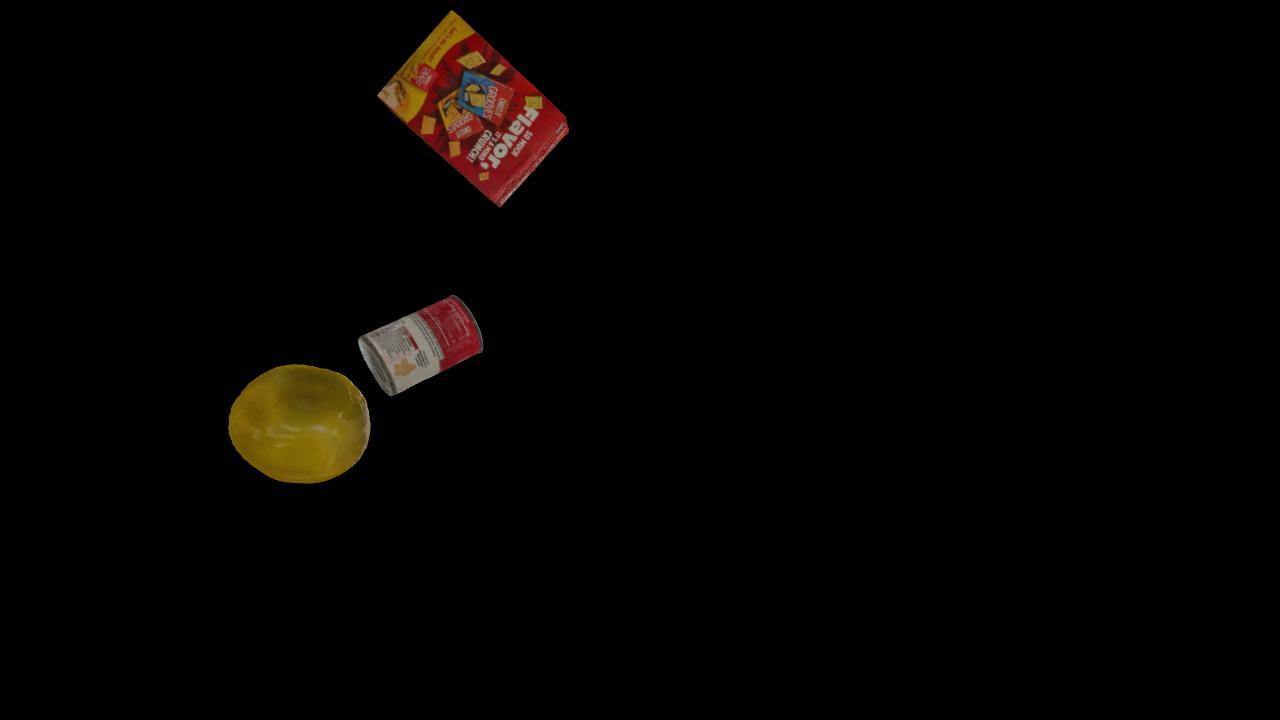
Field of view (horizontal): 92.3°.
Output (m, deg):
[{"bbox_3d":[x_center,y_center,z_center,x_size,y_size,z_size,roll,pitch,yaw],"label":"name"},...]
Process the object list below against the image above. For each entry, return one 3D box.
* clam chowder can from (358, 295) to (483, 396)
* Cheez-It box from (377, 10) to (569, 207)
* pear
[{"bbox_3d":[-0.221,-0.015,0.623,0.102,0.068,0.068,-31,17,-30],"label":"clam chowder can"},{"bbox_3d":[-0.240,-0.363,0.904,0.223,0.166,0.071,42,1,-3],"label":"Cheez-It box"},{"bbox_3d":[-0.224,0.056,0.407,0.080,0.080,0.111,0,-40,-32],"label":"pear"}]
